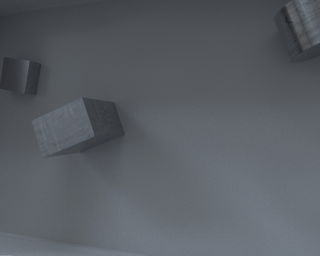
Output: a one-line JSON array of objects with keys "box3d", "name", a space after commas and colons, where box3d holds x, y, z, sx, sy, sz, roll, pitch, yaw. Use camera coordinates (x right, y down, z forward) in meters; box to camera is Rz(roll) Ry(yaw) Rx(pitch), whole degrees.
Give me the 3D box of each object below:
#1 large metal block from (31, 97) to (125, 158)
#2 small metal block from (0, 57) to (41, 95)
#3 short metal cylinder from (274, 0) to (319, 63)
[{"box3d": [-0.107, 0.000, 0.418, 0.080, 0.080, 0.050, -22, 83, 18], "name": "large metal block"}, {"box3d": [-0.219, -0.081, 0.486, 0.050, 0.025, 0.050, 12, 94, 19], "name": "small metal block"}, {"box3d": [0.168, -0.109, 0.322, 0.080, 0.080, 0.050, -21, 83, 18], "name": "short metal cylinder"}]
